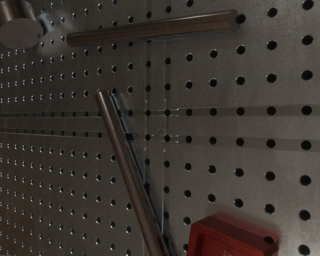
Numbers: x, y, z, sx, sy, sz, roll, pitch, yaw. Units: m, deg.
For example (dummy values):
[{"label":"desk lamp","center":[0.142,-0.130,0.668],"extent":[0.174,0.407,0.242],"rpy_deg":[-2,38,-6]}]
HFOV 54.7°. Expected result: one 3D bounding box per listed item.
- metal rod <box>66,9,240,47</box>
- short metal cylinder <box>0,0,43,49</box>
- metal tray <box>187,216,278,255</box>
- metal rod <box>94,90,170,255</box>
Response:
[{"label":"metal rod","center":[-0.034,-0.134,0.434],"extent":[0.300,0.025,0.025],"rpy_deg":[8,95,39]},{"label":"short metal cylinder","center":[-0.273,-0.198,0.595],"extent":[0.080,0.081,0.050],"rpy_deg":[-40,66,32]},{"label":"metal tray","center":[0.071,0.177,0.345],"extent":[0.090,0.030,0.129],"rpy_deg":[13,98,39]},{"label":"metal rod","center":[-0.036,0.081,0.436],"extent":[0.025,0.025,0.299],"rpy_deg":[-34,69,34]}]
